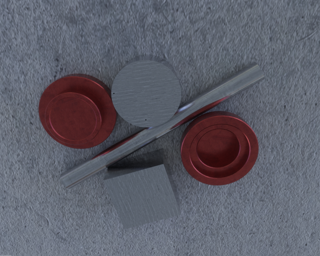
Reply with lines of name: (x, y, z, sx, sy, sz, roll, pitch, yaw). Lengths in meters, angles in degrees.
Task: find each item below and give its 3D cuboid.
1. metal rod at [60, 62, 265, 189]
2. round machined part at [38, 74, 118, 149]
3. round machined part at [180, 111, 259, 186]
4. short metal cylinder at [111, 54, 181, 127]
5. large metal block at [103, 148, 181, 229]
metal rod: (-0.004, 0.002, 0.412, 0.300, 0.025, 0.025, -30, 108, 10)
round machined part: (-0.105, -0.017, 0.394, 0.099, 0.042, 0.097, 0, 110, 0)
round machined part: (0.076, 0.024, 0.411, 0.099, 0.042, 0.097, 0, 110, 0)
short metal cylinder: (-0.016, -0.047, 0.380, 0.081, 0.050, 0.079, 0, 110, 0)
large metal block: (-0.022, 0.083, 0.429, 0.080, 0.050, 0.080, -16, 110, 6)
